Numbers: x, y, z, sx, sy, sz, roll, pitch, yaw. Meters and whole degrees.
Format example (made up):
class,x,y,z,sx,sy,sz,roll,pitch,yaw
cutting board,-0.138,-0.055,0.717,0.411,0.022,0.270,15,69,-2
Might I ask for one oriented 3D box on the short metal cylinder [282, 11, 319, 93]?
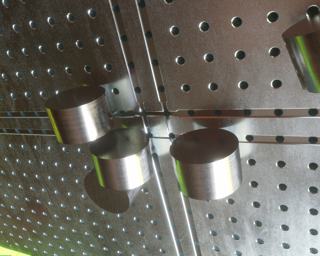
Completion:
class,x,y,z,sx,sy,sz,roll,pitch,yaw
short metal cylinder,0.149,-0.070,0.254,0.080,0.080,0.050,-17,109,35

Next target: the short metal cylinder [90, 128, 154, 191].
class,x,y,z,sx,sy,sz,roll,pitch,yaw
short metal cylinder,-0.051,0.041,0.428,0.080,0.080,0.050,7,121,24

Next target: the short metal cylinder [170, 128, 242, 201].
class,x,y,z,sx,sy,sz,roll,pitch,yaw
short metal cylinder,0.056,0.041,0.372,0.080,0.080,0.050,2,119,27

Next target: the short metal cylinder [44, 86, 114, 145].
class,x,y,z,sx,sy,sz,roll,pitch,yaw
short metal cylinder,-0.108,-0.020,0.420,0.080,0.080,0.050,4,120,26

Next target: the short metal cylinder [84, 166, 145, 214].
class,x,y,z,sx,sy,sz,roll,pitch,yaw
short metal cylinder,-0.070,0.086,0.485,0.080,0.050,0.079,14,125,21
